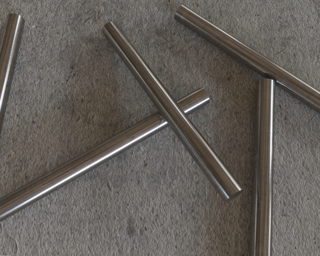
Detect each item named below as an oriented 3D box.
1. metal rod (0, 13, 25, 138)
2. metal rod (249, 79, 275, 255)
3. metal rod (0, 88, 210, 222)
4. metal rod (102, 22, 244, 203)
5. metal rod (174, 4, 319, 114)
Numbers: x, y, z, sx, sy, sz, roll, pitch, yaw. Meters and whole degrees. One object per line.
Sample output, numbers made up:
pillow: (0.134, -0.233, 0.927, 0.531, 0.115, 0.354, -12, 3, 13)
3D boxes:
metal rod: (-0.221, -0.024, 0.415, 0.025, 0.025, 0.299, 2, 70, 0)
metal rod: (0.126, 0.076, 0.380, 0.025, 0.025, 0.299, 8, 70, 3)
metal rod: (-0.068, 0.029, 0.396, 0.301, 0.025, 0.025, -30, 73, -11)
metal rod: (0.002, -0.038, 0.396, 0.025, 0.025, 0.299, -30, 63, -10)
metal rod: (0.147, -0.088, 0.441, 0.300, 0.025, 0.025, 37, 74, 12)
